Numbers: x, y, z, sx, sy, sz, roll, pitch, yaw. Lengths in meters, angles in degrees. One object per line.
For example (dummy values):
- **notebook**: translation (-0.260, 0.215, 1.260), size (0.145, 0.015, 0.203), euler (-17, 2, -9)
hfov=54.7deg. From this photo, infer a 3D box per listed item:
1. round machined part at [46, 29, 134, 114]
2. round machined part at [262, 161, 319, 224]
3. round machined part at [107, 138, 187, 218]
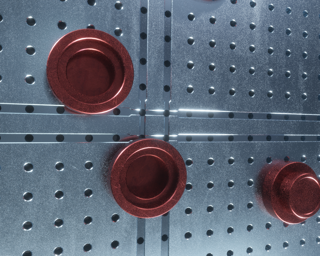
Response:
- **round machined part**: translation (-0.084, -0.065, 0.373), size (0.099, 0.042, 0.097), euler (0, 90, -21)
- **round machined part**: translation (0.214, 0.102, 0.485), size (0.099, 0.042, 0.097), euler (0, 90, -21)
- **round machined part**: translation (-0.019, 0.061, 0.398), size (0.099, 0.042, 0.097), euler (0, 90, -21)
